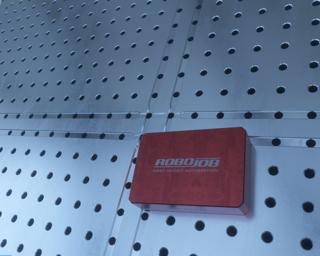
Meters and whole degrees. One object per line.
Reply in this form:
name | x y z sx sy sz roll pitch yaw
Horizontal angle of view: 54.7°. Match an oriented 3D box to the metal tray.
metal tray | 0.034 0.048 0.356 0.130 0.030 0.090 -4 60 25
